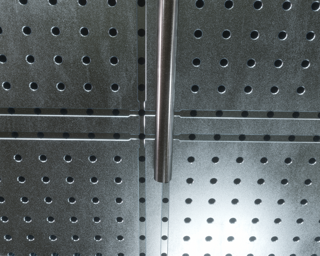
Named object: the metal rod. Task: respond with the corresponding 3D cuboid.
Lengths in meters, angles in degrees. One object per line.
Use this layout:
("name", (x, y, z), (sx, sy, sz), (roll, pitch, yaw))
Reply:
("metal rod", (0.008, -0.068, 0.388), (0.025, 0.025, 0.298), (1, 110, -1))
